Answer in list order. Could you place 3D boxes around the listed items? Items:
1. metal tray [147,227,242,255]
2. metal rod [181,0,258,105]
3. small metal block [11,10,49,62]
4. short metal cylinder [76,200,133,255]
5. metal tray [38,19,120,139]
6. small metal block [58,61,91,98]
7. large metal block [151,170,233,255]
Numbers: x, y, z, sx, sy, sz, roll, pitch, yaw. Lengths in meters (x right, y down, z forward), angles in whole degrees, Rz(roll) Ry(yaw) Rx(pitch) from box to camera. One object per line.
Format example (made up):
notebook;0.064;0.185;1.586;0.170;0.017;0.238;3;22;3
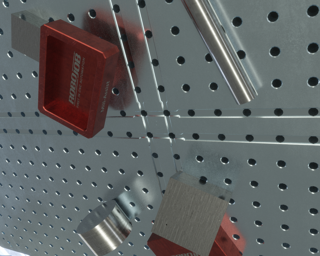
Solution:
metal tray;0.053;0.197;0.502;0.130;0.030;0.090;-28;104;37
metal rod;0.019;-0.155;0.304;0.025;0.025;0.299;-22;107;36
small metal block;-0.175;-0.126;0.426;0.050;0.025;0.050;28;128;10
short metal cylinder;-0.094;0.170;0.530;0.080;0.080;0.050;-25;105;37
metal tray;-0.108;-0.059;0.396;0.090;0.030;0.129;27;128;10
small metal block;-0.107;-0.069;0.425;0.050;0.025;0.050;-2;118;29
large metal block;0.044;0.114;0.422;0.080;0.050;0.080;21;99;15
